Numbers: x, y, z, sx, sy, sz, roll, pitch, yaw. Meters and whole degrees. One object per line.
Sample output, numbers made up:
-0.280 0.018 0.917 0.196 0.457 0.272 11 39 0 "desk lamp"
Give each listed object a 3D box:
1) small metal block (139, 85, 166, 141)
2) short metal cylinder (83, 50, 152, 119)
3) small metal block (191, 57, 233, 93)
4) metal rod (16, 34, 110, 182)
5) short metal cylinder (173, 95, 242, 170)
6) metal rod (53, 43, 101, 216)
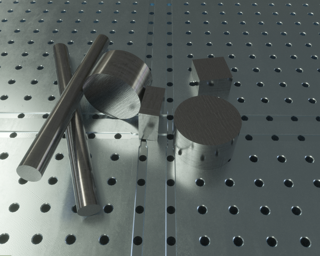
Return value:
-0.010 -0.019 0.406 0.025 0.050 0.050 9 51 4 "small metal block"
-0.056 -0.058 0.420 0.080 0.080 0.050 13 51 10 "short metal cylinder"
0.079 -0.082 0.477 0.050 0.025 0.050 -7 50 -6 "small metal block"
-0.114 -0.052 0.420 0.025 0.025 0.300 5 41 4 "metal rod"
0.057 0.005 0.388 0.081 0.050 0.080 0 50 0 "short metal cylinder"
-0.121 -0.021 0.424 0.025 0.025 0.300 -14 51 -11 "metal rod"
